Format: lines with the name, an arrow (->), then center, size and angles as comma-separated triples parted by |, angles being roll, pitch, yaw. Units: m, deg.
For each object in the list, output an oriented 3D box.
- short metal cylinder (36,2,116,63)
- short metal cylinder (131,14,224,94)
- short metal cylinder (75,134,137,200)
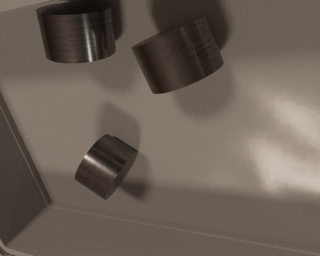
short metal cylinder -> -0.093, -0.111, 0.352 | 0.080, 0.080, 0.050 | 12, 123, 21
short metal cylinder -> 0.018, -0.075, 0.316 | 0.080, 0.080, 0.050 | -13, 112, 33
short metal cylinder -> -0.076, 0.056, 0.446 | 0.050, 0.080, 0.079 | 32, 128, 7
